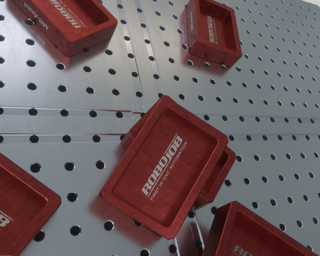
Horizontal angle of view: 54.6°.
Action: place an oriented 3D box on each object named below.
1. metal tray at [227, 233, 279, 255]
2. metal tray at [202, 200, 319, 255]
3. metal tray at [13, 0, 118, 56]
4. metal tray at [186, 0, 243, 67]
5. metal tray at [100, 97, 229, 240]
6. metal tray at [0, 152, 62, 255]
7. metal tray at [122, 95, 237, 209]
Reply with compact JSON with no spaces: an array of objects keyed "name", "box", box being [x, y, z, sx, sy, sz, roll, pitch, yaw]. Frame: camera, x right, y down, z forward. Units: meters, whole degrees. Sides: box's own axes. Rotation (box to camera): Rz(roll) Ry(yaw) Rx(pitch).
[{"name":"metal tray","box":[0.100,0.193,0.340,0.090,0.030,0.130,27,52,-11]},{"name":"metal tray","box":[0.110,0.151,0.332,0.130,0.030,0.090,34,51,-6]},{"name":"metal tray","box":[-0.135,-0.169,0.434,0.130,0.030,0.090,46,51,4]},{"name":"metal tray","box":[0.097,-0.179,0.565,0.091,0.030,0.130,14,56,-21]},{"name":"metal tray","box":[0.006,0.043,0.345,0.090,0.030,0.130,33,75,-3]},{"name":"metal tray","box":[-0.169,0.064,0.274,0.130,0.030,0.090,37,51,-3]},{"name":"metal tray","box":[0.028,0.028,0.401,0.130,0.030,0.090,41,51,-1]}]
